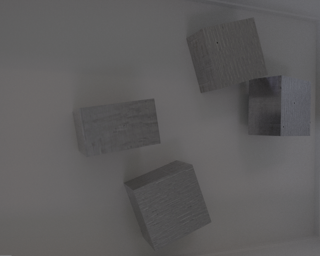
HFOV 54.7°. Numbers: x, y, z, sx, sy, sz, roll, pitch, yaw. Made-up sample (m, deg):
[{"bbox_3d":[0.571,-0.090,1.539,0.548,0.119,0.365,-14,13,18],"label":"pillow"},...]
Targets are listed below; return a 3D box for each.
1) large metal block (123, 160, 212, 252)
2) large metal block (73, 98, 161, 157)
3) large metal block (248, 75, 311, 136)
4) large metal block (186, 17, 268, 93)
[{"bbox_3d":[0.009,0.096,0.401,0.081,0.050,0.080,-21,97,-19],"label":"large metal block"},{"bbox_3d":[-0.054,-0.002,0.361,0.081,0.080,0.050,-9,94,-20],"label":"large metal block"},{"bbox_3d":[0.174,-0.029,0.449,0.081,0.050,0.080,1,90,-39],"label":"large metal block"},{"bbox_3d":[0.093,-0.100,0.431,0.081,0.050,0.080,-18,96,-19],"label":"large metal block"}]
